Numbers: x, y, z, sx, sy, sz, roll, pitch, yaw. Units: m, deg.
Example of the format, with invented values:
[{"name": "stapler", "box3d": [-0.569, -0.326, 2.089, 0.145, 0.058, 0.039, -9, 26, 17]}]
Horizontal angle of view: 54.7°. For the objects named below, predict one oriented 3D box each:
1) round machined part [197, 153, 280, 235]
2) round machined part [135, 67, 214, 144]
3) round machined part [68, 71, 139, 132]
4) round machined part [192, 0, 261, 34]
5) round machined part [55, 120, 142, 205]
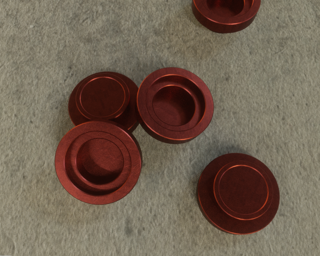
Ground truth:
[{"name": "round machined part", "box3d": [0.095, 0.077, 0.372, 0.099, 0.042, 0.098, 0, 70, -1]}, {"name": "round machined part", "box3d": [0.016, -0.026, 0.402, 0.099, 0.042, 0.098, 4, 71, -11]}, {"name": "round machined part", "box3d": [-0.073, -0.033, 0.410, 0.099, 0.042, 0.098, 0, 70, 0]}, {"name": "round machined part", "box3d": [0.097, -0.183, 0.467, 0.099, 0.042, 0.098, 0, 70, -1]}, {"name": "round machined part", "box3d": [-0.070, 0.038, 0.371, 0.099, 0.042, 0.097, 0, 98, 2]}]
